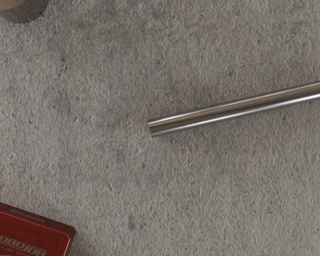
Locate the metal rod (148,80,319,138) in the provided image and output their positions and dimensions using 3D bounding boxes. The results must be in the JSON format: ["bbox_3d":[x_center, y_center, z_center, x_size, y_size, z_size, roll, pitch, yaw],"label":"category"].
[{"bbox_3d":[0.134,-0.033,0.411,0.302,0.025,0.025,-13,90,-1],"label":"metal rod"}]

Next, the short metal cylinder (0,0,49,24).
[{"bbox_3d":[-0.190,-0.181,0.395,0.081,0.050,0.079,0,90,-1],"label":"short metal cylinder"}]

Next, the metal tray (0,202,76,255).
[{"bbox_3d":[-0.189,0.157,0.405,0.131,0.030,0.090,19,90,-1],"label":"metal tray"}]
